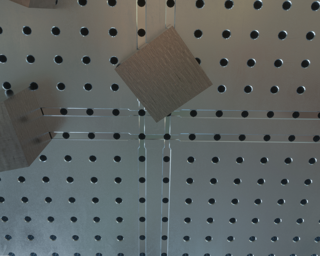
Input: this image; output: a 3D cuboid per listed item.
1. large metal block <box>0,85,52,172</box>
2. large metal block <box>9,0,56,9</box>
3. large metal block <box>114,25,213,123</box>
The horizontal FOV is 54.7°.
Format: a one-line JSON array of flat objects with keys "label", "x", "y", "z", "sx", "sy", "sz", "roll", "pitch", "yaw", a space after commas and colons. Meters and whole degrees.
[{"label": "large metal block", "x": -0.183, "y": -0.001, "z": 0.381, "sx": 0.050, "sy": 0.080, "sz": 0.079, "roll": -11, "pitch": 110, "yaw": 3}, {"label": "large metal block", "x": -0.155, "y": -0.164, "z": 0.321, "sx": 0.080, "sy": 0.080, "sz": 0.050, "roll": 20, "pitch": 109, "yaw": -8}, {"label": "large metal block", "x": 0.005, "y": -0.067, "z": 0.376, "sx": 0.080, "sy": 0.050, "sz": 0.080, "roll": -34, "pitch": 107, "yaw": 11}]
